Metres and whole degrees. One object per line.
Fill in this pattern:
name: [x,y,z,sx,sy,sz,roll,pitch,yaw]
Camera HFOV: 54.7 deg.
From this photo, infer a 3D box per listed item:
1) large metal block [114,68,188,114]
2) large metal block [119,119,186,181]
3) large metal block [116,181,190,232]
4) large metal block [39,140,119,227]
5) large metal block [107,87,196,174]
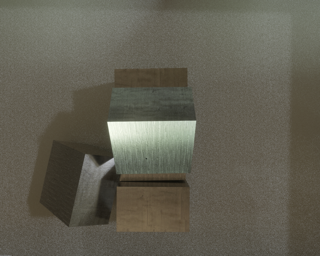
large metal block: [-0.010,-0.041,0.381,0.081,0.080,0.050,-1,90,-1]
large metal block: [-0.010,0.024,0.399,0.081,0.050,0.079,-1,90,-1]
large metal block: [-0.008,0.090,0.382,0.081,0.080,0.050,0,90,-1]
large metal block: [-0.096,0.064,0.373,0.050,0.080,0.080,12,91,-43]
large metal block: [-0.007,0.004,0.326,0.081,0.079,0.050,-1,45,-1]
